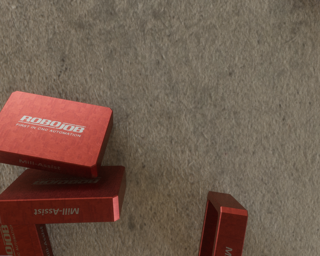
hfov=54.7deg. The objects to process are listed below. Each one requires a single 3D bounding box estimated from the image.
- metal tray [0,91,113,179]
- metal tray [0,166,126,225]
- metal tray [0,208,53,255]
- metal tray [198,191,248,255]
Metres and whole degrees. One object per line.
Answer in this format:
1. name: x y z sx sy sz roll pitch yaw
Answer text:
1. metal tray: -0.131 0.006 0.381 0.131 0.030 0.090 10 53 -1
2. metal tray: -0.111 0.077 0.373 0.131 0.090 0.030 -1 105 -1
3. metal tray: -0.193 0.163 0.404 0.091 0.030 0.129 -15 90 -1
4. metal tray: 0.071 0.151 0.378 0.030 0.090 0.129 9 90 0
